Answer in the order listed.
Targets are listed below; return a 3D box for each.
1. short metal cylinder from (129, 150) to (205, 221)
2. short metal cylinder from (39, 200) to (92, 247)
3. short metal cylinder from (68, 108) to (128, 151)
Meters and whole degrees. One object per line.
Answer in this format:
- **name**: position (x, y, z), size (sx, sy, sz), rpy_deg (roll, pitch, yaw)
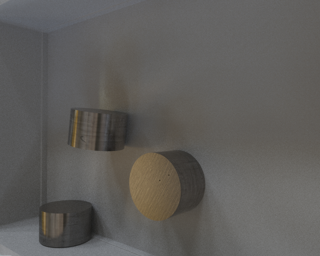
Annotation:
- **short metal cylinder**: position (0.008, 0.069, 0.384), size (0.080, 0.050, 0.080), rpy_deg (0, 90, 40)
- **short metal cylinder**: position (-0.150, 0.150, 0.495), size (0.080, 0.081, 0.050), rpy_deg (2, 91, 40)
- **short metal cylinder**: position (-0.089, 0.000, 0.444), size (0.080, 0.081, 0.050), rpy_deg (12, 98, 39)
